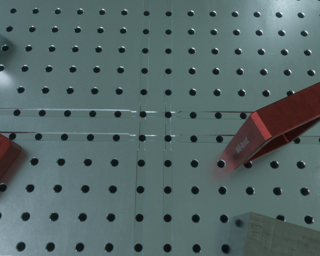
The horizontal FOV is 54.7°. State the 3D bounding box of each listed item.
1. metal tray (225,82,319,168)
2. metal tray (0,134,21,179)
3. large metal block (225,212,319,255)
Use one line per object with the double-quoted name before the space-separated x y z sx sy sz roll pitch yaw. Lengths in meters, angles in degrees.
"metal tray" 0.133 0.002 0.357 0.091 0.130 0.030 -24 72 -9
"metal tray" -0.261 0.029 0.395 0.130 0.030 0.090 27 72 9
"large metal block" 0.123 0.130 0.337 0.080 0.080 0.050 15 71 5
